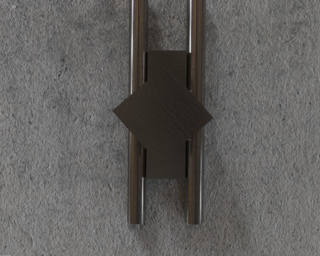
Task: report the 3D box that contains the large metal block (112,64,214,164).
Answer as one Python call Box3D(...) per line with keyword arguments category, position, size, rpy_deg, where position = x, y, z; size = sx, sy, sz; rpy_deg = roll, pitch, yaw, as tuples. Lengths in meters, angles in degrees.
Box3D(category="large metal block", position=(0.003, -0.015, 0.372), size=(0.080, 0.050, 0.080), rpy_deg=(-41, 91, 0))

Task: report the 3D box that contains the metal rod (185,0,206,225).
Box3D(category="metal rod", position=(0.047, -0.024, 0.412), size=(0.025, 0.025, 0.298), rpy_deg=(1, 90, -1))

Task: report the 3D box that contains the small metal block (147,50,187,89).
Box3D(category="small metal block", position=(0.009, -0.075, 0.410), size=(0.050, 0.025, 0.050), rpy_deg=(1, 90, -1))

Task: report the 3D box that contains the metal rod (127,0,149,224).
Box3D(category="metal rod", position=(-0.029, -0.025, 0.411), size=(0.025, 0.025, 0.298), rpy_deg=(1, 90, -1))

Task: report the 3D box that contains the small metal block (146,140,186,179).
Box3D(category="small metal block", position=(0.008, 0.041, 0.410), size=(0.050, 0.025, 0.050), rpy_deg=(1, 90, -1))
